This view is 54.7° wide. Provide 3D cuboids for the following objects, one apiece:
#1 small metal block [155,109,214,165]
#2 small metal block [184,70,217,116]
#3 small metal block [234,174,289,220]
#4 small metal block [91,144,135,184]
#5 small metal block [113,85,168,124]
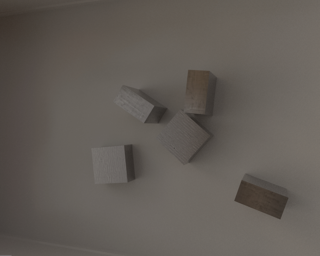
[{"bbox_3d":[0.032,0.011,0.399,0.050,0.025,0.050,43,103,14],"label":"small metal block"},{"bbox_3d":[0.050,-0.042,0.379,0.025,0.050,0.050,7,92,19],"label":"small metal block"},{"bbox_3d":[0.117,0.077,0.356,0.050,0.050,0.025,20,97,18],"label":"small metal block"},{"bbox_3d":[-0.065,0.050,0.432,0.050,0.025,0.050,-6,88,19],"label":"small metal block"},{"bbox_3d":[-0.025,-0.030,0.405,0.050,0.050,0.025,35,101,16],"label":"small metal block"}]
